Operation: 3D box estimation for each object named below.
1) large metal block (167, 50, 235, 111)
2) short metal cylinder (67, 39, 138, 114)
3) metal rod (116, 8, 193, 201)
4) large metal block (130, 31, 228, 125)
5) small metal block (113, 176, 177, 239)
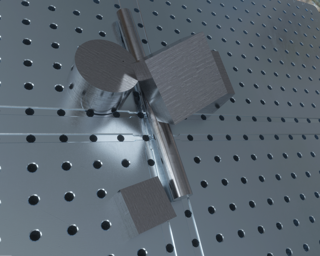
[{"bbox_3d":[0.055,-0.073,0.468,0.081,0.050,0.080,-1,62,-29],"label":"large metal block"},{"bbox_3d":[-0.073,-0.065,0.393,0.081,0.050,0.080,14,56,-21],"label":"short metal cylinder"},{"bbox_3d":[-0.015,-0.048,0.430,0.025,0.025,0.299,-4,64,-30],"label":"metal rod"},{"bbox_3d":[0.023,-0.060,0.377,0.080,0.050,0.080,-31,107,-18],"label":"large metal block"},{"bbox_3d":[-0.017,0.088,0.347,0.050,0.025,0.050,-15,69,-34],"label":"small metal block"}]
